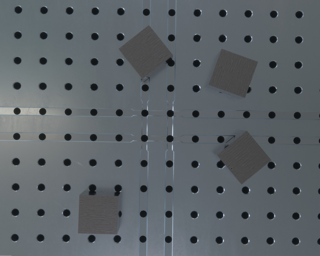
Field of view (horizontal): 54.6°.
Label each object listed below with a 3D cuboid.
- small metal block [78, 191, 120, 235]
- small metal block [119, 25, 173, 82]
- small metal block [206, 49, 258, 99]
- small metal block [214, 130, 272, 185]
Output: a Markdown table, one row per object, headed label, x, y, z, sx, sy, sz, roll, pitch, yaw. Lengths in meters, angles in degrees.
| label | x | y | z | sx | sy | sz | roll | pitch | yaw |
| --- | --- | --- | --- | --- | --- | --- | --- | --- | --- |
| small metal block | -0.080 | 0.112 | 0.413 | 0.050 | 0.025 | 0.050 | 2 | 90 | 0 |
| small metal block | -0.018 | -0.098 | 0.413 | 0.050 | 0.025 | 0.050 | -38 | 90 | 0 |
| small metal block | 0.095 | -0.071 | 0.414 | 0.050 | 0.025 | 0.050 | 20 | 90 | 0 |
| small metal block | 0.109 | 0.038 | 0.414 | 0.050 | 0.025 | 0.050 | -40 | 90 | 0 |
